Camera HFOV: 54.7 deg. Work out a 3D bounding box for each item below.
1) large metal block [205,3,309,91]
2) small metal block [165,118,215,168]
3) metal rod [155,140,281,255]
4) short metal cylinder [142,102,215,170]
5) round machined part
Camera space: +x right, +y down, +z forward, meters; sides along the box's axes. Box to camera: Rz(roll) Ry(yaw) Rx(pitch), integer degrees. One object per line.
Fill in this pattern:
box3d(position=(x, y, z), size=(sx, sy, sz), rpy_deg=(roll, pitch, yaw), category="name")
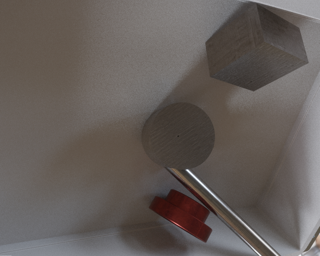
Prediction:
box3d(position=(0.115, -0.092, 0.374), size=(0.081, 0.050, 0.080), rpy_deg=(11, 155, -33), category="large metal block")
box3d(position=(0.044, 0.022, 0.448), size=(0.050, 0.025, 0.050), rpy_deg=(-39, 130, -3), category="small metal block")
box3d(position=(0.090, 0.120, 0.457), size=(0.025, 0.025, 0.300), rpy_deg=(-45, 106, 2), category="metal rod")
box3d(position=(0.021, 0.011, 0.389), size=(0.081, 0.050, 0.080), rpy_deg=(1, 85, -15), category="short metal cylinder")
box3d(position=(0.036, 0.128, 0.467), size=(0.098, 0.098, 0.042), rpy_deg=(44, 71, -40), category="round machined part")
